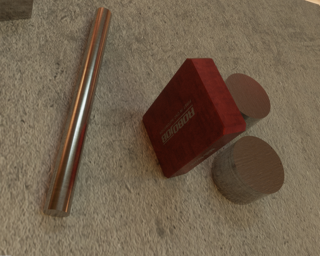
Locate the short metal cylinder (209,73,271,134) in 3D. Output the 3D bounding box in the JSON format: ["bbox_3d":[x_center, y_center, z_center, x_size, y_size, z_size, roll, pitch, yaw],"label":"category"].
[{"bbox_3d":[0.120,-0.037,0.474,0.081,0.050,0.080,14,56,-21],"label":"short metal cylinder"}]

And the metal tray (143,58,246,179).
[{"bbox_3d":[0.031,-0.007,0.357,0.030,0.129,0.090,-9,67,-32],"label":"metal tray"}]

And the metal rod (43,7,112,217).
[{"bbox_3d":[-0.092,-0.043,0.380,0.025,0.025,0.300,16,55,-19],"label":"metal rod"}]

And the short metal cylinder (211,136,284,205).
[{"bbox_3d":[0.117,0.057,0.416,0.081,0.050,0.080,14,56,-21],"label":"short metal cylinder"}]

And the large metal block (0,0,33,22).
[{"bbox_3d":[-0.214,-0.179,0.382,0.081,0.050,0.080,-24,75,-36],"label":"large metal block"}]
